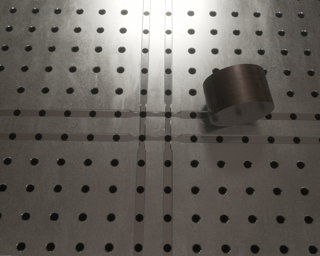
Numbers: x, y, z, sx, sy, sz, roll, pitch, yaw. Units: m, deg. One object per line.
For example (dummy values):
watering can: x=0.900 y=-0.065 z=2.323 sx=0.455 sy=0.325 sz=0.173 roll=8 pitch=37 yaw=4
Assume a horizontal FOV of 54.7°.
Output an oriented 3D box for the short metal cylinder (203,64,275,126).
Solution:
short metal cylinder: x=0.100 y=-0.040 z=0.398 sx=0.081 sy=0.080 sz=0.050 roll=-7 pitch=71 yaw=-3
